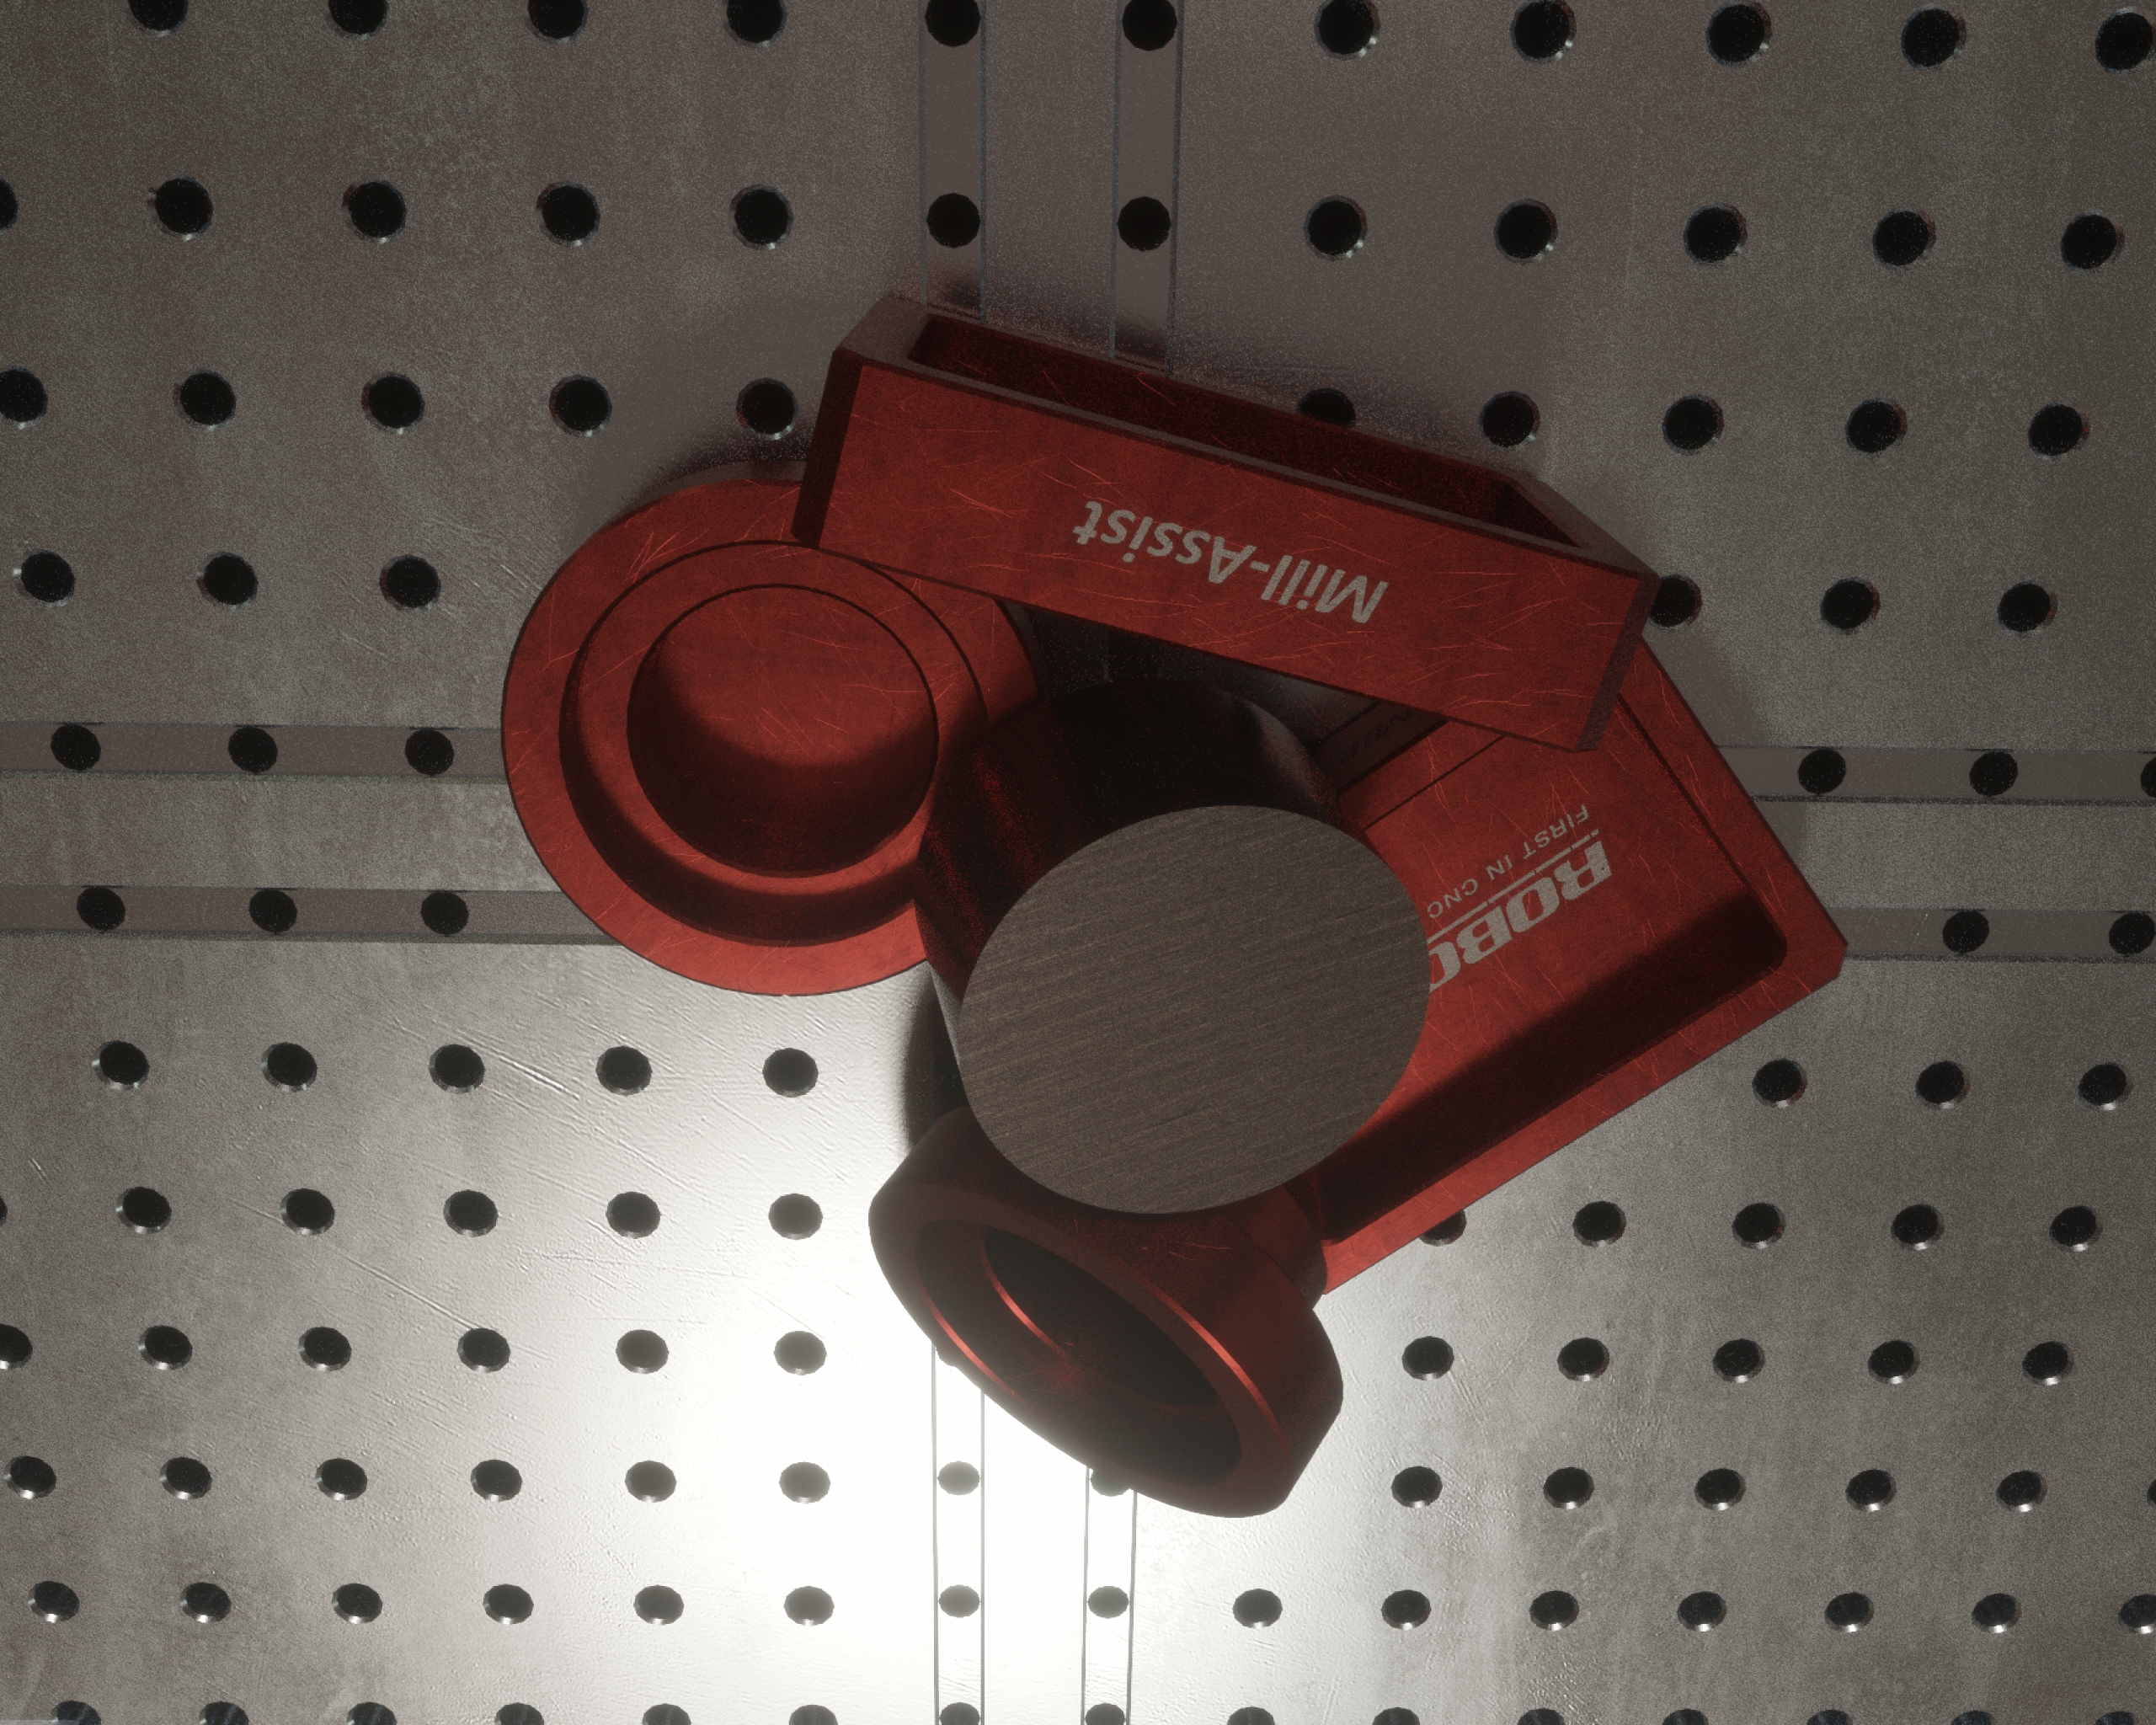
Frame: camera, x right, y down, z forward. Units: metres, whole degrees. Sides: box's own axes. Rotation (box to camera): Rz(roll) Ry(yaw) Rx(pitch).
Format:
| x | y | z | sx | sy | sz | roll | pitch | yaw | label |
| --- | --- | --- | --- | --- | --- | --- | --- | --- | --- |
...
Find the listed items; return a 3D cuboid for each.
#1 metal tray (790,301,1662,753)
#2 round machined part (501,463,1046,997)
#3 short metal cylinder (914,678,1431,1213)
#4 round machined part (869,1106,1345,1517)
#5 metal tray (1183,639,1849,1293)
| x | y | z | sx | sy | sz | roll | pitch | yaw | label |
| --- | --- | --- | --- | --- | --- | --- | --- | --- | --- |
| 0.023 | -0.061 | 0.356 | 0.131 | 0.090 | 0.030 | 14 | 110 | -6 | metal tray |
| -0.054 | -0.027 | 0.394 | 0.099 | 0.042 | 0.097 | 0 | 110 | -1 | round machined part |
| 0.015 | 0.014 | 0.366 | 0.081 | 0.050 | 0.079 | -6 | 120 | -11 | short metal cylinder |
| 0.010 | 0.082 | 0.416 | 0.098 | 0.042 | 0.097 | 26 | 145 | 20 | round machined part |
| 0.072 | 0.017 | 0.417 | 0.130 | 0.030 | 0.090 | -35 | 107 | 11 | metal tray |
